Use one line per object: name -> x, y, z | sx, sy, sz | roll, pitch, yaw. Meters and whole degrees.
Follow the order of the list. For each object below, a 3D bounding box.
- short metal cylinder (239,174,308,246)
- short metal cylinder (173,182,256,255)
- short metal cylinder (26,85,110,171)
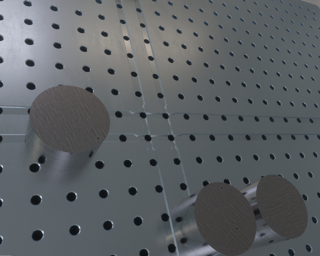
short metal cylinder -> 0.141, 0.107, 0.403 | 0.081, 0.050, 0.080 | 14, 56, -21
short metal cylinder -> 0.062, 0.109, 0.359 | 0.081, 0.050, 0.080 | 14, 56, -21
short metal cylinder -> -0.101, 0.001, 0.337 | 0.081, 0.050, 0.080 | 14, 56, -21
